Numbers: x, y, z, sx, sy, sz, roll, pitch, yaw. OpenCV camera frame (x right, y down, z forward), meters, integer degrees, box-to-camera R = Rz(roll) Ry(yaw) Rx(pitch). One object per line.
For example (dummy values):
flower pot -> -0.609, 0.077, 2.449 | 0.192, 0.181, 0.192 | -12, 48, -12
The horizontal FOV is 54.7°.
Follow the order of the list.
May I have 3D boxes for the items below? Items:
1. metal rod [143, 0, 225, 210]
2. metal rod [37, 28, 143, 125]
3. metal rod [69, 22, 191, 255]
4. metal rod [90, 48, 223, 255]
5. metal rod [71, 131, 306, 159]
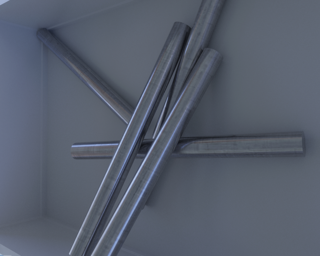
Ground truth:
metal rod -> 0.016, -0.026, 0.393 | 0.025, 0.025, 0.298 | 32, 110, 35
metal rod -> -0.126, -0.092, 0.511 | 0.300, 0.025, 0.025 | 42, 116, 31
metal rod -> -0.032, 0.011, 0.370 | 0.025, 0.025, 0.299 | 19, 82, 38
metal rod -> -0.010, 0.045, 0.340 | 0.025, 0.025, 0.299 | 24, 81, 37
metal rod -> 0.008, 0.024, 0.372 | 0.300, 0.025, 0.025 | -4, 88, 31
